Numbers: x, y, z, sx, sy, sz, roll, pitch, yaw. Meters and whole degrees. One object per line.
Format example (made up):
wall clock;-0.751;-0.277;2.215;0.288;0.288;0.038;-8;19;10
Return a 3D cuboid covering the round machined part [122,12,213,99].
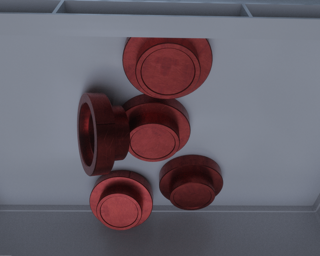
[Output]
round machined part;0.008;-0.071;0.338;0.099;0.042;0.097;-1;130;0

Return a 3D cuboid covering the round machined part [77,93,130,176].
round machined part;-0.067;0.007;0.371;0.042;0.098;0.097;-3;134;-27

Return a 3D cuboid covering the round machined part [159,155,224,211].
round machined part;0.048;0.090;0.475;0.099;0.042;0.097;-1;130;0

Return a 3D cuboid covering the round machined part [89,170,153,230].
round machined part;-0.060;0.118;0.479;0.099;0.042;0.097;0;112;1

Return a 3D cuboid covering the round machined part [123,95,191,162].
round machined part;-0.009;0.007;0.404;0.099;0.042;0.097;-1;130;0
